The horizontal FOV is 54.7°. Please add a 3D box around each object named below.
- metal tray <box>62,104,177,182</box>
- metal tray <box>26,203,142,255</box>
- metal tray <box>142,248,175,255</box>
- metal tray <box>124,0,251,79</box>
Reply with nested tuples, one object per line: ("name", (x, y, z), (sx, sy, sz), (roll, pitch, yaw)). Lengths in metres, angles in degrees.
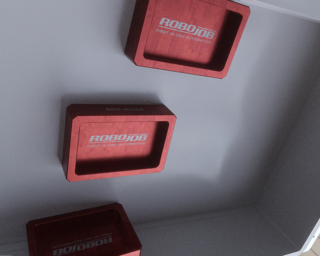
("metal tray", (-0.051, 0.017, 0.389), (0.131, 0.030, 0.089), (-2, 119, -28))
("metal tray", (-0.100, 0.150, 0.405), (0.131, 0.090, 0.030), (-6, 121, -26))
("metal tray", (-0.041, 0.265, 0.551), (0.131, 0.030, 0.089), (4, 117, -31))
("metal tray", (0.033, -0.110, 0.356), (0.131, 0.030, 0.089), (3, 117, -30))
